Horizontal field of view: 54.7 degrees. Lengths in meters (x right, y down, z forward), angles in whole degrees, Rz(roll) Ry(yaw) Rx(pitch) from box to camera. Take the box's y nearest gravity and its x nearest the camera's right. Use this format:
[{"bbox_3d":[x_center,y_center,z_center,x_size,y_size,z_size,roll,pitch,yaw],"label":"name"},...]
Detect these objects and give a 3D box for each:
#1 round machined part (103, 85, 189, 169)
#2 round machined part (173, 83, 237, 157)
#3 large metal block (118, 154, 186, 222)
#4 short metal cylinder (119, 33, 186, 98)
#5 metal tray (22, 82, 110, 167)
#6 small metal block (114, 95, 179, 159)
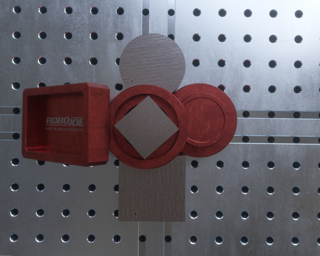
[{"bbox_3d":[-0.016,-0.001,0.376,0.099,0.042,0.097,0,90,0],"label":"round machined part"},{"bbox_3d":[0.052,-0.010,0.404,0.099,0.042,0.097,0,90,0],"label":"round machined part"},{"bbox_3d":[-0.009,0.073,0.398,0.081,0.050,0.080,1,90,0],"label":"large metal block"},{"bbox_3d":[-0.009,-0.075,0.400,0.081,0.050,0.080,0,90,0],"label":"short metal cylinder"},{"bbox_3d":[-0.117,-0.005,0.374,0.130,0.030,0.089,1,90,37],"label":"metal tray"},{"bbox_3d":[-0.015,-0.001,0.351,0.050,0.025,0.050,-42,90,0],"label":"small metal block"}]
